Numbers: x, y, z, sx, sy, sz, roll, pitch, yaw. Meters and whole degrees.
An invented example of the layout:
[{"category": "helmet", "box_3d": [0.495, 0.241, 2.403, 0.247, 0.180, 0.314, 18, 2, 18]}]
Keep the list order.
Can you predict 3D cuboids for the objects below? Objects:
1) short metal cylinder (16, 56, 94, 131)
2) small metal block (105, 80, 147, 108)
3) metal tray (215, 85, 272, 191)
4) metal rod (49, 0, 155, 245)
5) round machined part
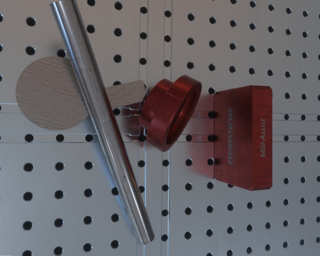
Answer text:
[{"category": "short metal cylinder", "box_3d": [-0.119, -0.037, 0.356, 0.081, 0.050, 0.079, 0, 90, -21]}, {"category": "small metal block", "box_3d": [-0.049, -0.039, 0.382, 0.050, 0.050, 0.025, -16, 96, -20]}, {"category": "metal tray", "box_3d": [0.110, 0.012, 0.420, 0.030, 0.090, 0.129, 0, 90, -20]}, {"category": "metal rod", "box_3d": [-0.056, 0.012, 0.351, 0.025, 0.025, 0.298, -24, 114, -19]}, {"category": "round machined part", "box_3d": [0.010, -0.022, 0.387, 0.042, 0.098, 0.098, 29, 79, 14]}]
